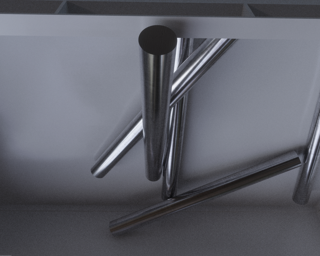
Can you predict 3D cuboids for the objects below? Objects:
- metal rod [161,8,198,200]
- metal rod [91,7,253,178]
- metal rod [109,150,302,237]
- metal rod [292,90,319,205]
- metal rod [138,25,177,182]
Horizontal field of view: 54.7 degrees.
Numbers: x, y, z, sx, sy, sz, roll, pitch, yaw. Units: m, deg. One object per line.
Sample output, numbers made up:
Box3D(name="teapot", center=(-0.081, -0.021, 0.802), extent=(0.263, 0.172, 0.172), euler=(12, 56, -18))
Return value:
Box3D(name="metal rod", center=(0.020, -0.002, 0.406), extent=(0.025, 0.025, 0.298), euler=(1, 130, -2))
Box3D(name="metal rod", center=(-0.010, -0.017, 0.368), extent=(0.025, 0.025, 0.298), euler=(27, 133, -21))
Box3D(name="metal rod", center=(0.062, 0.102, 0.470), extent=(0.301, 0.025, 0.025), euler=(-23, 127, 8))
Box3D(name="metal rod", center=(0.214, 0.003, 0.413), extent=(0.025, 0.025, 0.298), euler=(-5, 130, 4))
Box3D(name="metal rod", center=(-0.006, 0.006, 0.335), extent=(0.025, 0.025, 0.299), euler=(1, 155, -1))
